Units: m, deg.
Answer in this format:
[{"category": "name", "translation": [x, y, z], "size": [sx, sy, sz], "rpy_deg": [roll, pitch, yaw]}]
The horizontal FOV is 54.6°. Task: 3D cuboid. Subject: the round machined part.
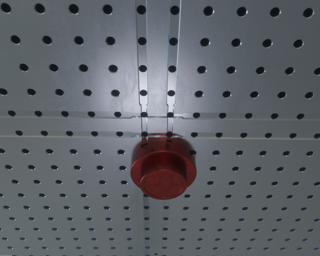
[{"category": "round machined part", "translation": [0.005, 0.070, 0.459], "size": [0.099, 0.042, 0.097], "rpy_deg": [0, 130, 0]}]
